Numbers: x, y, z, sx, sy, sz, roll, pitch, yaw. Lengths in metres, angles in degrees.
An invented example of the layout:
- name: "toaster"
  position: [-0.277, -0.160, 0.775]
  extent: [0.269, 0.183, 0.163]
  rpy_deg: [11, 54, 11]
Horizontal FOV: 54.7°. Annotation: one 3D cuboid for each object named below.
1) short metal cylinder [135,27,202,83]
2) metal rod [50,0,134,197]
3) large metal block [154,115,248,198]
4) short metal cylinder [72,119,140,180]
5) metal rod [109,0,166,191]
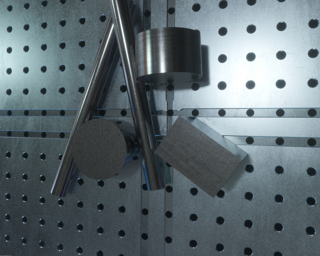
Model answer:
- name: "short metal cylinder"
  position: [0.010, -0.086, 0.380]
  extent: [0.080, 0.080, 0.050]
  rpy_deg: [-2, 89, 20]
- name: "metal rod"
  position: [-0.100, -0.040, 0.447]
  extent: [0.025, 0.025, 0.298]
  rpy_deg: [23, 97, 18]
- name: "large metal block"
  position: [0.052, 0.029, 0.365]
  extent: [0.080, 0.080, 0.050]
  rpy_deg: [37, 102, 16]
- name: "short metal cylinder"
  position: [-0.071, 0.027, 0.424]
  extent: [0.080, 0.050, 0.079]
  rpy_deg: [0, 90, 20]
- name: "metal rod"
  position: [-0.034, -0.066, 0.408]
  extent: [0.025, 0.025, 0.298]
  rpy_deg: [-11, 92, 19]
